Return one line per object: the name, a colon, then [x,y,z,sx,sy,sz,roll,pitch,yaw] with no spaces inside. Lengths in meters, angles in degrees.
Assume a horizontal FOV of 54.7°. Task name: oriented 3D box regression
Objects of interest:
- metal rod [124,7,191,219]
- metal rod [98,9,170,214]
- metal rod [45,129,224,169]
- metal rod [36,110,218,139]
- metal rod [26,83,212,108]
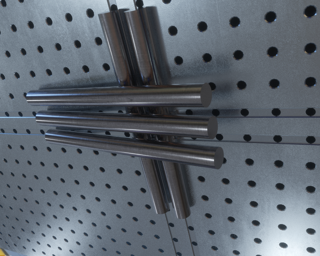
metal rod: [0.003,-0.001,0.408,0.025,0.025,0.298,1,119,27]
metal rod: [-0.028,-0.004,0.422,0.025,0.025,0.298,1,119,27]
metal rod: [-0.057,0.023,0.427,0.300,0.025,0.025,5,121,35]
metal rod: [-0.067,-0.008,0.413,0.300,0.025,0.025,4,121,35]
metal rod: [-0.076,-0.040,0.398,0.300,0.025,0.025,3,120,35]
